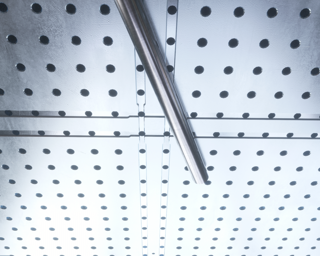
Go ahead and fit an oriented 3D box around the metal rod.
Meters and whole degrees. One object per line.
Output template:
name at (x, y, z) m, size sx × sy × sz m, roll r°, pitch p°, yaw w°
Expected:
metal rod at (0.013, -0.030, 0.386) m, size 0.025 × 0.025 × 0.299 m, roll -15°, pitch 129°, yaw 12°
